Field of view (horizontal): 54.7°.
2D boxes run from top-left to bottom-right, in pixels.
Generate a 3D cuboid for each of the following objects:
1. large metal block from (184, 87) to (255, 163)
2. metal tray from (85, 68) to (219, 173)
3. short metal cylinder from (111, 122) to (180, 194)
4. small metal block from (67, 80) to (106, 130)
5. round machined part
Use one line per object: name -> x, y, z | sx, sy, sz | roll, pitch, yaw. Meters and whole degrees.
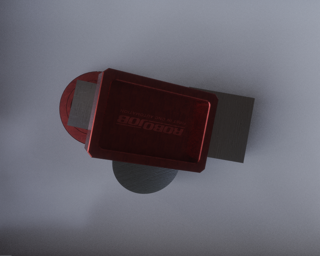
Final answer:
large metal block -> 0.068, -0.004, 0.397 | 0.080, 0.050, 0.080 | 10, 90, -1
metal tray -> -0.007, -0.005, 0.337 | 0.131, 0.030, 0.089 | 11, 90, -20
short metal cylinder -> -0.020, 0.034, 0.385 | 0.081, 0.050, 0.079 | -3, 104, -12
small metal block -> -0.081, -0.025, 0.354 | 0.025, 0.050, 0.050 | 12, 90, 0
round machined part -> -0.081, -0.025, 0.400 | 0.099, 0.042, 0.097 | 0, 90, -1
